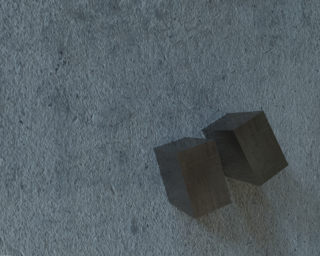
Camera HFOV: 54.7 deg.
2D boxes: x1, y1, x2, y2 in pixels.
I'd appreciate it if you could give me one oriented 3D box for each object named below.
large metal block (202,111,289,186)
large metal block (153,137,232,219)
[{"bbox_3d":[0.113,0.025,0.421,0.050,0.080,0.080,-31,100,-17],"label":"large metal block"},{"bbox_3d":[0.038,0.058,0.394,0.050,0.080,0.080,-18,96,-19],"label":"large metal block"}]
